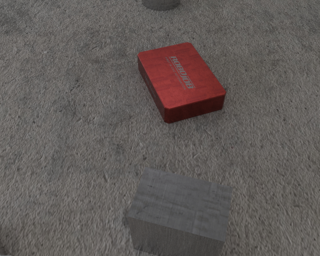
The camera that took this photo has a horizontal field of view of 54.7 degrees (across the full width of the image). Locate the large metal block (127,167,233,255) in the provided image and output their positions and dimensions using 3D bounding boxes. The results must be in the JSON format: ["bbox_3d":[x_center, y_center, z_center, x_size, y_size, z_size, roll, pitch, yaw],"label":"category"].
[{"bbox_3d":[0.019,0.088,0.294,0.080,0.080,0.050,12,51,10],"label":"large metal block"}]

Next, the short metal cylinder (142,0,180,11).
[{"bbox_3d":[0.002,-0.279,0.621,0.081,0.050,0.080,0,50,0],"label":"short metal cylinder"}]

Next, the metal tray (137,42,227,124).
[{"bbox_3d":[0.028,-0.072,0.461,0.091,0.030,0.130,-15,52,-13],"label":"metal tray"}]

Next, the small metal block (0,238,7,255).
[{"bbox_3d":[-0.180,0.125,0.297,0.050,0.025,0.050,-30,56,-23],"label":"small metal block"}]
